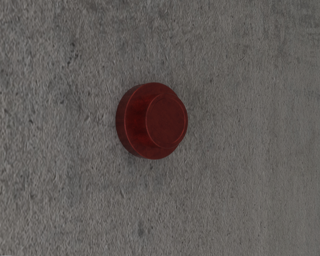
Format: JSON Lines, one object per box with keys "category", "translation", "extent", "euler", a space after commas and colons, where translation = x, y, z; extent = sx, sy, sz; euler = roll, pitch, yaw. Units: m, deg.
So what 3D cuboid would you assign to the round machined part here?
{"category": "round machined part", "translation": [-0.003, -0.009, 0.390], "extent": [0.099, 0.042, 0.097], "euler": [0, 90, -40]}
